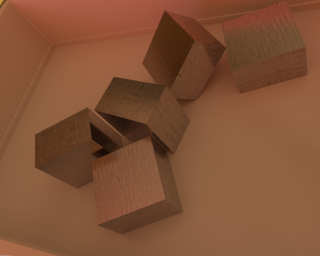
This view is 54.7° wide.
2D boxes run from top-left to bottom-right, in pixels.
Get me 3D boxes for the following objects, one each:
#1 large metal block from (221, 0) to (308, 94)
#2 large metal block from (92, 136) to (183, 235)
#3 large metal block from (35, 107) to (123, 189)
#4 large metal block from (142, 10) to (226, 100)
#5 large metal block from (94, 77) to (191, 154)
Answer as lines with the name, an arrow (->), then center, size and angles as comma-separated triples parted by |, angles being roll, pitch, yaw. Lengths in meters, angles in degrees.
large metal block -> 0.127, -0.099, 0.383 | 0.080, 0.050, 0.080 | -15, 56, 19
large metal block -> -0.028, 0.067, 0.362 | 0.080, 0.050, 0.080 | -24, 53, 13
large metal block -> -0.102, 0.029, 0.404 | 0.080, 0.080, 0.050 | -26, 53, 12
large metal block -> 0.028, -0.094, 0.407 | 0.080, 0.050, 0.079 | 58, 133, 38
large metal block -> -0.020, -0.016, 0.389 | 0.080, 0.080, 0.050 | 15, 70, 34
